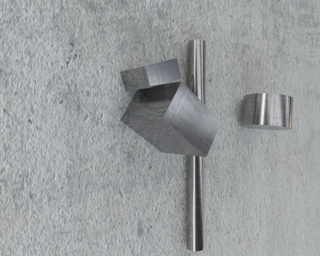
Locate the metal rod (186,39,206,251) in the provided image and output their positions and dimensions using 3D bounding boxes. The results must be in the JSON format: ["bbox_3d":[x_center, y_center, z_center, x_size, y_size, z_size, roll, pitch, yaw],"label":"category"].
[{"bbox_3d":[0.052,0.024,0.448,0.025,0.025,0.298,1,89,-40],"label":"metal rod"}]

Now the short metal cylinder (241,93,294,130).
[{"bbox_3d":[0.179,-0.025,0.519,0.081,0.080,0.050,9,85,-40],"label":"short metal cylinder"}]

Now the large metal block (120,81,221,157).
[{"bbox_3d":[0.013,-0.009,0.380,0.080,0.080,0.050,40,66,-33],"label":"large metal block"}]

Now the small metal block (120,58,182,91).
[{"bbox_3d":[-0.011,-0.065,0.379,0.050,0.050,0.025,-23,105,-38],"label":"small metal block"}]
